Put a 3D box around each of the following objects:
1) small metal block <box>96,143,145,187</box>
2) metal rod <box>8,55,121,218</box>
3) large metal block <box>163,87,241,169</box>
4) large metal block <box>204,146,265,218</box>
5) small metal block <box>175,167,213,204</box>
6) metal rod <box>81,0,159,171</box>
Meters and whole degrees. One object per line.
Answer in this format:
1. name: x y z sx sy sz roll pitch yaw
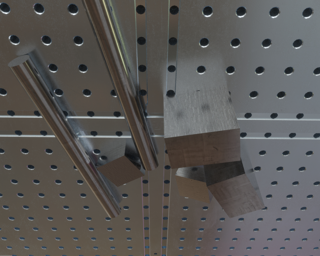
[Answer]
1. small metal block: -0.057 0.056 0.458 0.050 0.025 0.050 -26 126 20
2. metal rod: -0.118 0.034 0.439 0.025 0.025 0.299 -12 129 10
3. large metal block: 0.049 -0.002 0.374 0.080 0.080 0.050 -8 130 6
4. large metal block: 0.100 0.064 0.431 0.050 0.080 0.080 -23 127 18
5. small metal block: 0.054 0.084 0.471 0.050 0.025 0.050 10 135 26
6. metal rod: -0.045 -0.057 0.361 0.025 0.025 0.299 -9 130 8
